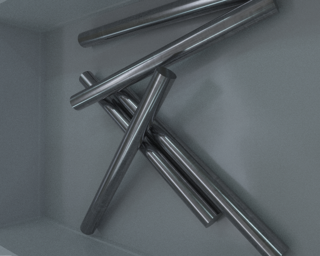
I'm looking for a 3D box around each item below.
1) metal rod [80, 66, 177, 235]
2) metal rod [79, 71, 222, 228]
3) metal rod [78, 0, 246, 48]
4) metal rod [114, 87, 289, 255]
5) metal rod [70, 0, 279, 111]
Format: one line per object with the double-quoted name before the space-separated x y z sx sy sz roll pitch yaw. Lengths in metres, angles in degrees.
"metal rod" -0.055 0.050 0.422 0.025 0.025 0.298 48 126 29
"metal rod" -0.029 0.012 0.428 0.300 0.025 0.025 46 117 30
"metal rod" -0.007 -0.145 0.410 0.300 0.025 0.025 -1 90 39
"metal rod" 0.029 0.034 0.381 0.300 0.025 0.025 46 117 30
"metal rod" -0.005 -0.083 0.388 0.300 0.025 0.025 -20 77 31
